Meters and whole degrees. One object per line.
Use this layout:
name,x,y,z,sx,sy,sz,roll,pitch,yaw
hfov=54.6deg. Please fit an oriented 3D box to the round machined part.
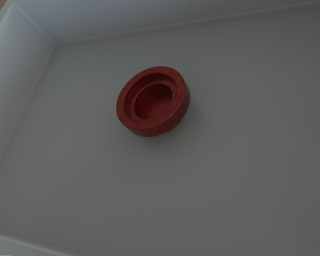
round machined part,-0.006,-0.031,0.414,0.098,0.042,0.098,-13,56,21
